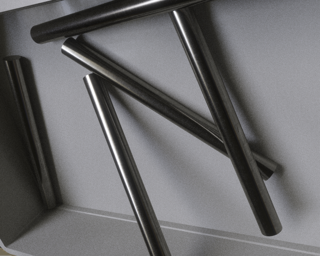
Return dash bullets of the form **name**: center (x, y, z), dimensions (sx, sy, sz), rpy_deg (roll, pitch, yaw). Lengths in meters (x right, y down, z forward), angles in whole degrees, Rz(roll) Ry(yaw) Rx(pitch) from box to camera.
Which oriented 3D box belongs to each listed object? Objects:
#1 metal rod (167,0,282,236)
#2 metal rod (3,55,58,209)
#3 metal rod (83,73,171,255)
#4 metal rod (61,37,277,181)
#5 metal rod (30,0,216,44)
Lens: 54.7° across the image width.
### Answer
- **metal rod**: center (0.071, -0.013, 0.339), dimensions (0.025, 0.025, 0.299), rpy_deg (-18, 103, 34)
- **metal rod**: center (-0.217, 0.024, 0.534), dimensions (0.025, 0.025, 0.298), rpy_deg (13, 124, 21)
- **metal rod**: center (-0.036, 0.069, 0.400), dimensions (0.025, 0.025, 0.299), rpy_deg (-26, 83, 36)
- **metal rod**: center (0.006, -0.027, 0.387), dimensions (0.301, 0.025, 0.025), rpy_deg (32, 128, 6)
- **metal rod**: center (-0.041, -0.123, 0.326), dimensions (0.300, 0.025, 0.025), rpy_deg (1, 119, 36)
